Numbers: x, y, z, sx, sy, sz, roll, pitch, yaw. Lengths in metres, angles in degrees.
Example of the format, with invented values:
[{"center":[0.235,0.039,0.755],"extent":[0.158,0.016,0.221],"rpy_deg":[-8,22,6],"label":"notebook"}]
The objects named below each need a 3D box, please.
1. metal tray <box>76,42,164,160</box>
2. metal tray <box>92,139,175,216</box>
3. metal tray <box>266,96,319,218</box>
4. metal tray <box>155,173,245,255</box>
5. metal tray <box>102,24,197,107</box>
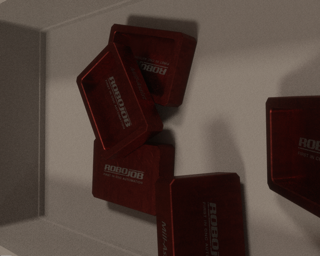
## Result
[{"center":[-0.057,-0.034,0.408],"extent":[0.090,0.030,0.130],"rpy_deg":[-35,69,34],"label":"metal tray"},{"center":[-0.042,0.063,0.436],"extent":[0.130,0.030,0.089],"rpy_deg":[4,93,39],"label":"metal tray"},{"center":[0.127,0.020,0.240],"extent":[0.130,0.030,0.089],"rpy_deg":[-148,55,-81],"label":"metal tray"},{"center":[0.044,0.114,0.320],"extent":[0.030,0.091,0.129],"rpy_deg":[-11,80,59],"label":"metal tray"},{"center":[-0.021,-0.087,0.418],"extent":[0.130,0.030,0.089],"rpy_deg":[21,103,37],"label":"metal tray"}]
